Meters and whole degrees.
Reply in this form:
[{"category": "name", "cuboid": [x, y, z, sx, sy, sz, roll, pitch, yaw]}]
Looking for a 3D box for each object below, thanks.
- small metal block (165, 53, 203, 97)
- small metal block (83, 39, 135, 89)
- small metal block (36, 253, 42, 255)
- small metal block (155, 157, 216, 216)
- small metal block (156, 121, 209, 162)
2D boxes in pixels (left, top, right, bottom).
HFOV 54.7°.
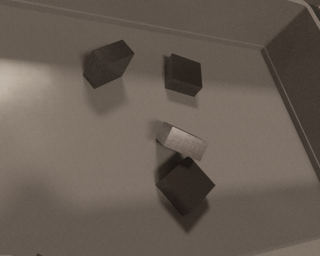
[{"category": "small metal block", "cuboid": [0.036, -0.081, 0.476, 0.050, 0.025, 0.050, 14, 56, -21]}, {"category": "small metal block", "cuboid": [-0.068, -0.083, 0.405, 0.050, 0.050, 0.025, -34, 81, -38]}, {"category": "small metal block", "cuboid": [-0.060, 0.103, 0.160, 0.050, 0.025, 0.050, 35, 51, -6]}, {"category": "small metal block", "cuboid": [0.032, 0.070, 0.381, 0.050, 0.025, 0.050, 49, 51, 5]}, {"category": "small metal block", "cuboid": [0.027, 0.016, 0.393, 0.050, 0.050, 0.025, 25, 93, -14]}]
